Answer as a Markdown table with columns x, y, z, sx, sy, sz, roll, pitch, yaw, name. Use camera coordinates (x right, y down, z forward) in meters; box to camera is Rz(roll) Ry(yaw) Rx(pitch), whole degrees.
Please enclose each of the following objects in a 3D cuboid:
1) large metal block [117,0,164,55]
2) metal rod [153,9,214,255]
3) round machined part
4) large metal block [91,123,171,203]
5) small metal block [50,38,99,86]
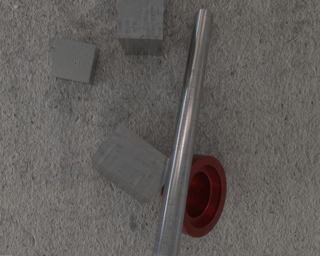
| x | y | z | sx | sy | sz | roll | pitch | yaw | name |
| --- | --- | --- | --- | --- | --- | --- | --- | --- | --- |
| -0.021 | -0.139 | 0.382 | 0.050 | 0.080 | 0.079 | 2 | 90 | 0 | large metal block |
| 0.032 | -0.013 | 0.356 | 0.025 | 0.025 | 0.299 | 11 | 68 | 0 | metal rod |
| 0.039 | 0.081 | 0.384 | 0.042 | 0.099 | 0.097 | 4 | 90 | 42 | round machined part |
| -0.034 | 0.047 | 0.376 | 0.080 | 0.080 | 0.050 | 36 | 71 | 0 | large metal block |
| -0.111 | -0.087 | 0.409 | 0.050 | 0.025 | 0.050 | 11 | 90 | 0 | small metal block |
